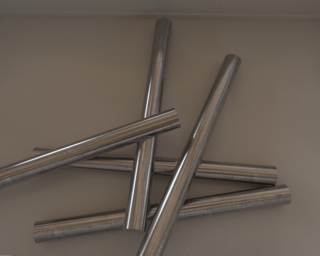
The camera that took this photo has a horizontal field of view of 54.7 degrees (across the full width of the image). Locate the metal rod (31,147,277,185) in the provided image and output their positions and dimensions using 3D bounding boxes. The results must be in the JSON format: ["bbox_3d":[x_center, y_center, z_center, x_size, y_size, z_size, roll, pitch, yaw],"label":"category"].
[{"bbox_3d":[-0.008,0.048,0.390,0.302,0.025,0.025,4,70,1],"label":"metal rod"}]

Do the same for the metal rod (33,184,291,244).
[{"bbox_3d":[0.006,0.102,0.371,0.302,0.025,0.025,-8,70,-4],"label":"metal rod"}]

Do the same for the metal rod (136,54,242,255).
[{"bbox_3d":[0.044,0.023,0.379,0.025,0.025,0.300,23,64,8],"label":"metal rod"}]

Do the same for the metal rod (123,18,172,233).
[{"bbox_3d":[-0.011,-0.023,0.398,0.025,0.025,0.299,6,64,2],"label":"metal rod"}]

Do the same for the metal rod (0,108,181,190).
[{"bbox_3d":[-0.122,0.036,0.367,0.302,0.025,0.025,-19,71,-2],"label":"metal rod"}]
